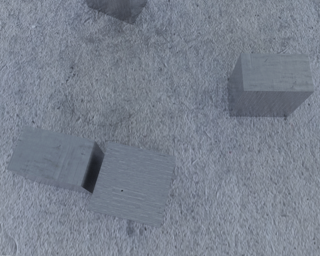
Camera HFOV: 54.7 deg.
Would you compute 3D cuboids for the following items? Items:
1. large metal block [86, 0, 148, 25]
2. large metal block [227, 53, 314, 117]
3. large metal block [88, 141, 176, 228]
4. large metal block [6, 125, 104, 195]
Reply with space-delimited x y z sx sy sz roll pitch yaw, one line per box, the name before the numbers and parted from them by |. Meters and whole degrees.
large metal block | -0.067 -0.210 0.455 0.080 0.080 0.050 25 72 8
large metal block | 0.136 -0.052 0.399 0.081 0.080 0.050 1 70 0
large metal block | -0.030 0.069 0.369 0.080 0.050 0.080 13 71 4
large metal block | -0.114 0.041 0.363 0.080 0.080 0.050 12 71 4
